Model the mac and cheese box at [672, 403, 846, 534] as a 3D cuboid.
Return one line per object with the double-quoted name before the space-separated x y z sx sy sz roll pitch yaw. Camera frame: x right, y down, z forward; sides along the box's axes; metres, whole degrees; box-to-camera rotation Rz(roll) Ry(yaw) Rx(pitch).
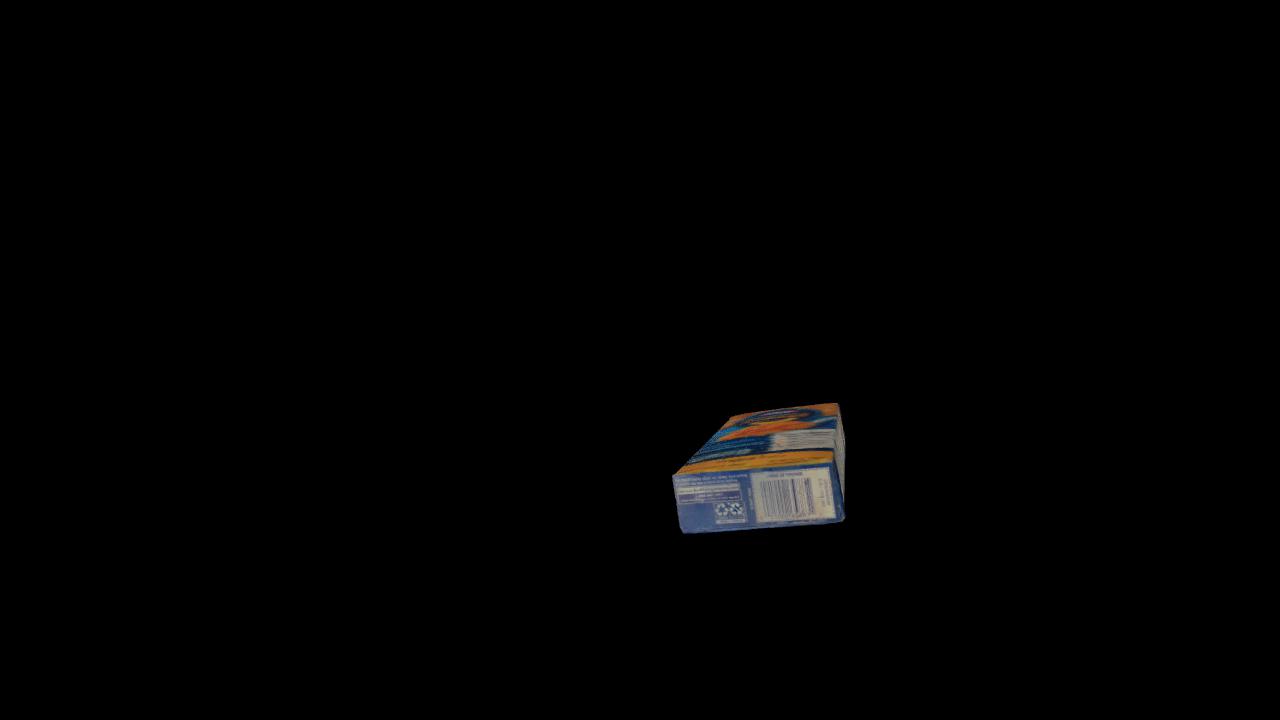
"mac and cheese box" 0.092 0.067 0.422 0.093 0.041 0.184 -11 2 19
